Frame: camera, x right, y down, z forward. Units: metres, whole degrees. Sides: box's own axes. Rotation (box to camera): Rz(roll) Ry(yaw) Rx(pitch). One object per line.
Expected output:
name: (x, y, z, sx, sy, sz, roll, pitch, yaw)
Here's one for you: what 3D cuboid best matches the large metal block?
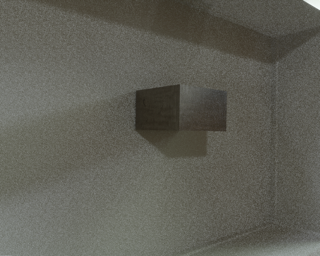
large metal block: (0.026, -0.022, 0.388, 0.081, 0.080, 0.050, 1, 90, -40)
